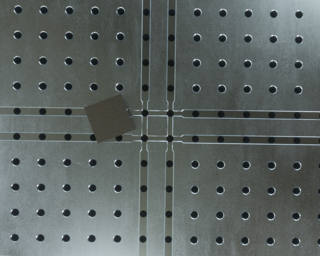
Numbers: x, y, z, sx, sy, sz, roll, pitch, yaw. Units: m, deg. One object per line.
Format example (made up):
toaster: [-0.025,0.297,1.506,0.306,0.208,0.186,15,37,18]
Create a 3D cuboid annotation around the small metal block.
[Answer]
small metal block: [-0.066,-0.012,0.413,0.050,0.025,0.050,-21,90,0]
